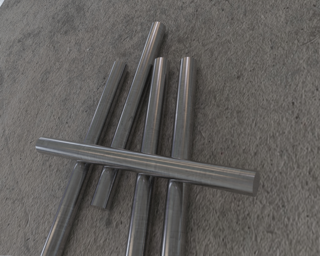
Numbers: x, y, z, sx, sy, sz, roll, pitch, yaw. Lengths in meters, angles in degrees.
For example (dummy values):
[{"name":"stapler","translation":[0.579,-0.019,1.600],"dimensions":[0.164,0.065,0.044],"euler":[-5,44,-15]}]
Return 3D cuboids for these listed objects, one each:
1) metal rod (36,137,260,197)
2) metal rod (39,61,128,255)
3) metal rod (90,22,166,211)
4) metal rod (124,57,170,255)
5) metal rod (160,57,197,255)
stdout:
[{"name":"metal rod","translation":[-0.038,0.038,0.366],"dimensions":[0.300,0.025,0.025],"euler":[6,65,31]},{"name":"metal rod","translation":[-0.099,0.031,0.436],"dimensions":[0.025,0.025,0.300],"euler":[1,62,29]},{"name":"metal rod","translation":[-0.038,-0.033,0.444],"dimensions":[0.025,0.025,0.300],"euler":[1,62,29]},{"name":"metal rod","translation":[-0.013,0.034,0.390],"dimensions":[0.025,0.025,0.299],"euler":[-7,58,24]},{"name":"metal rod","translation":[0.024,0.038,0.367],"dimensions":[0.025,0.025,0.299],"euler":[-7,58,24]}]
